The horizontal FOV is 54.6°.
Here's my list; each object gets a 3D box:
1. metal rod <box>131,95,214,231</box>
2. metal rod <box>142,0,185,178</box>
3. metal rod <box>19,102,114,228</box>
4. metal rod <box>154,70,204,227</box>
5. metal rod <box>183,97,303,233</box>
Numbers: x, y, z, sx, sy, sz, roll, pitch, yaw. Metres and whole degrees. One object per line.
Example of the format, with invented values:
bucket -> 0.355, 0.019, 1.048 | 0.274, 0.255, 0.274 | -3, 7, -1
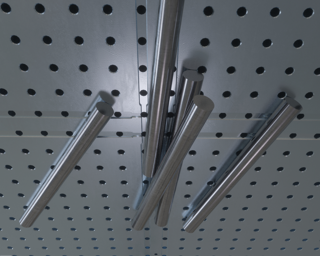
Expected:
metal rod -> 0.005, 0.070, 0.442 | 0.025, 0.025, 0.298 | 13, 135, -11
metal rod -> 0.001, -0.048, 0.370 | 0.025, 0.025, 0.298 | 4, 130, -4
metal rod -> -0.153, 0.070, 0.469 | 0.025, 0.025, 0.299 | 27, 125, -21
metal rod -> 0.020, 0.052, 0.455 | 0.025, 0.025, 0.298 | 5, 130, -5
metal rod -> 0.110, 0.075, 0.475 | 0.025, 0.025, 0.298 | 17, 128, -14
